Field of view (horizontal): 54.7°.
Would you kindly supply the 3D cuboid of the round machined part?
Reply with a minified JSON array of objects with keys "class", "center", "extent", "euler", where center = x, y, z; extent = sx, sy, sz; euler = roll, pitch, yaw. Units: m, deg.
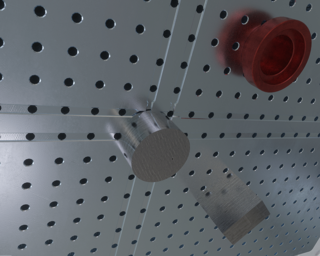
[{"class":"round machined part","center":[0.152,-0.101,0.421],"extent":[0.099,0.042,0.097],"euler":[-14,124,-21]}]

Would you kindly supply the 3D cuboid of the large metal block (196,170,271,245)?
[{"class":"large metal block","center":[0.123,0.133,0.525],"extent":[0.080,0.080,0.050],"euler":[-39,129,-2]}]

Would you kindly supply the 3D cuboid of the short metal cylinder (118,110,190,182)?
[{"class":"short metal cylinder","center":[-0.008,0.024,0.405],"extent":[0.081,0.050,0.079],"euler":[-14,124,-21]}]
